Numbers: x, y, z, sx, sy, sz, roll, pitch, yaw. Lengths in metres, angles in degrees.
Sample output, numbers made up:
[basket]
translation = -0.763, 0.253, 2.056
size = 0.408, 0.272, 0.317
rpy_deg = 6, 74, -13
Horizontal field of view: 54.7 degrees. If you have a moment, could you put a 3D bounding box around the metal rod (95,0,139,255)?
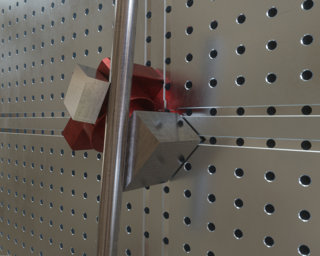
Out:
[metal rod]
translation = -0.049, 0.011, 0.343
size = 0.025, 0.025, 0.298
rpy_deg = 9, 96, 39

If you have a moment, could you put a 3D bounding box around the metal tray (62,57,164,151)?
[metal tray]
translation = -0.063, -0.027, 0.416
size = 0.030, 0.091, 0.129
rpy_deg = 51, 119, 28

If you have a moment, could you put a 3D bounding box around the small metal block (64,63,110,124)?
[small metal block]
translation = -0.084, -0.039, 0.349
size = 0.050, 0.025, 0.050
rpy_deg = 45, 117, 51

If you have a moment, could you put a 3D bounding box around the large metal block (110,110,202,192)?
[large metal block]
translation = -0.010, 0.027, 0.376
size = 0.050, 0.081, 0.080
rpy_deg = 50, 119, 28

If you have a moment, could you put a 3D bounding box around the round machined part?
[round machined part]
translation = -0.045, -0.001, 0.402
size = 0.042, 0.099, 0.097
rpy_deg = 50, 119, 28
